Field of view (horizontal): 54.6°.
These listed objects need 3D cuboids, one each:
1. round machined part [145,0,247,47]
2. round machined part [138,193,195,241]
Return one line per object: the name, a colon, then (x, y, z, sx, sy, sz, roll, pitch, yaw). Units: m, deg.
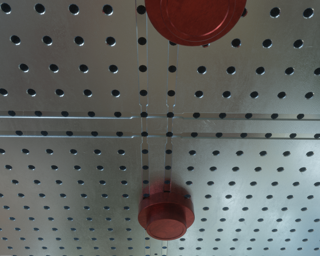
round machined part: (0.034, -0.123, 0.296, 0.099, 0.042, 0.097, 0, 130, 0)
round machined part: (0.011, 0.158, 0.535, 0.099, 0.042, 0.097, 0, 130, 0)
